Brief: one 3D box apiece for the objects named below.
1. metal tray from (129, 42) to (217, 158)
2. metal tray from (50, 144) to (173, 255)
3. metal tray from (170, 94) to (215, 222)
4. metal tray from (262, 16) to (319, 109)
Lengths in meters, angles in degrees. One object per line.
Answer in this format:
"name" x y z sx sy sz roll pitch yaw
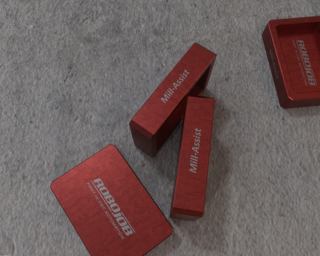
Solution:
"metal tray" 0.017 -0.032 0.385 0.030 0.090 0.130 34 73 11
"metal tray" -0.057 0.096 0.370 0.090 0.030 0.130 -34 74 -12
"metal tray" 0.036 0.038 0.360 0.030 0.090 0.130 8 70 3
"metal tray" 0.207 -0.096 0.442 0.091 0.030 0.129 -6 70 -3
